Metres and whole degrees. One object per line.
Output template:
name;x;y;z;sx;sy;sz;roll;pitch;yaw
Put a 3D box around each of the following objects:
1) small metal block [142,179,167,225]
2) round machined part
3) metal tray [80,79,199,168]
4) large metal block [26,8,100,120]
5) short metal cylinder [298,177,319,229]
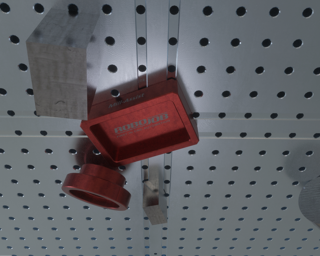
small metal block;-0.007;0.118;0.496;0.025;0.050;0.050;-12;129;10
round machined part;-0.089;0.085;0.455;0.098;0.042;0.098;13;154;7
metal tray;-0.024;-0.002;0.406;0.130;0.030;0.090;-17;128;14
large metal block;-0.093;-0.066;0.318;0.050;0.080;0.079;6;130;-5
short metal cylinder;0.267;0.121;0.481;0.080;0.080;0.050;-36;122;26
